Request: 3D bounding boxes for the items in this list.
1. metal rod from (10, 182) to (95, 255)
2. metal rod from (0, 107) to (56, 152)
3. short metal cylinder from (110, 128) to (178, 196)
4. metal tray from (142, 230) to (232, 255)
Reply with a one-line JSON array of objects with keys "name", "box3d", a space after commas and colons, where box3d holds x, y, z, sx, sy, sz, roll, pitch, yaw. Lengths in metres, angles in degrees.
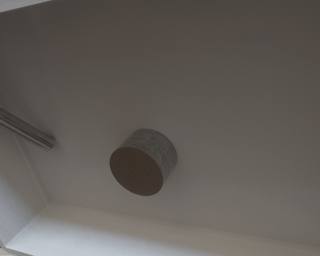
[{"name": "metal rod", "box3d": [-0.199, 0.229, 0.654, 0.300, 0.025, 0.025, 47, 129, -6]}, {"name": "metal rod", "box3d": [-0.279, -0.046, 0.435, 0.025, 0.025, 0.301, -19, 137, 35]}, {"name": "short metal cylinder", "box3d": [-0.022, 0.047, 0.432, 0.080, 0.050, 0.079, 13, 124, 20]}, {"name": "metal tray", "box3d": [0.038, 0.214, 0.480, 0.130, 0.090, 0.030, 4, 120, 25]}]
